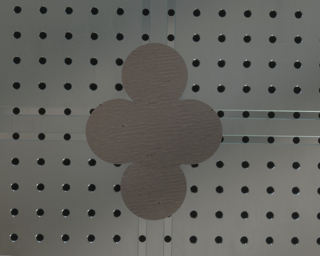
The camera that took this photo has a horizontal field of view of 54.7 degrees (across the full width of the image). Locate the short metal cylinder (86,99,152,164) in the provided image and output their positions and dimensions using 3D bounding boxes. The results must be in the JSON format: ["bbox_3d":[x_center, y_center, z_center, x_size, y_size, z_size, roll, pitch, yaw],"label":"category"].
[{"bbox_3d":[-0.050,0.004,0.400,0.081,0.050,0.079,0,90,0],"label":"short metal cylinder"}]

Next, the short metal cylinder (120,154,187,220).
[{"bbox_3d":[-0.008,0.072,0.400,0.081,0.050,0.080,0,88,-1],"label":"short metal cylinder"}]

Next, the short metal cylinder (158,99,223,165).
[{"bbox_3d":[0.036,0.005,0.400,0.081,0.050,0.079,0,90,0],"label":"short metal cylinder"}]

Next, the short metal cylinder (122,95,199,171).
[{"bbox_3d":[0.001,0.005,0.350,0.081,0.050,0.079,0,90,0],"label":"short metal cylinder"}]

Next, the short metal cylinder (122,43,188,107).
[{"bbox_3d":[-0.007,-0.064,0.400,0.081,0.050,0.079,0,90,-1],"label":"short metal cylinder"}]
